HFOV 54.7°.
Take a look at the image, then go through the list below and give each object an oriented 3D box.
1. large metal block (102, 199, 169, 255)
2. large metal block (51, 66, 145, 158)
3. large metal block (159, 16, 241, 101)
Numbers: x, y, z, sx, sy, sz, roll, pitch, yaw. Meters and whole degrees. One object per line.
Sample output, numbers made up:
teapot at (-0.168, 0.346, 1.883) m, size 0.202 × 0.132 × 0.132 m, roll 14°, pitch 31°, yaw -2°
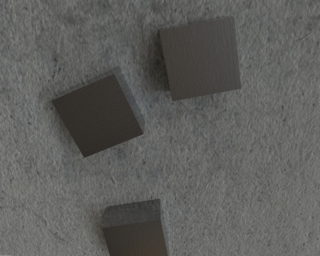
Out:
large metal block at (-0.032, 0.157, 0.454) m, size 0.080 × 0.050 × 0.079 m, roll -9°, pitch 110°, yaw 3°
large metal block at (-0.073, -0.021, 0.388) m, size 0.080 × 0.050 × 0.080 m, roll -22°, pitch 109°, yaw 7°
large metal block at (0.046, -0.083, 0.366) m, size 0.080 × 0.050 × 0.079 m, roll -10°, pitch 110°, yaw 3°
